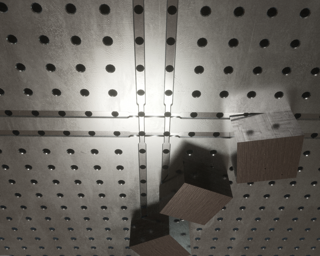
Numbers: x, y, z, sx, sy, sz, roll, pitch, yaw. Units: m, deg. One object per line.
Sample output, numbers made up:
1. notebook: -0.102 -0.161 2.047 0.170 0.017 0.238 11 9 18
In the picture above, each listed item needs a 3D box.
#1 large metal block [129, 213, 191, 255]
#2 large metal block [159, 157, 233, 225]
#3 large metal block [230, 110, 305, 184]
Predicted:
1. large metal block: 0.001 0.202 0.568 0.080 0.050 0.080 -24 126 19
2. large metal block: 0.053 0.100 0.481 0.080 0.050 0.079 20 127 -17
3. large metal block: 0.140 0.027 0.420 0.080 0.050 0.080 -7 130 5
